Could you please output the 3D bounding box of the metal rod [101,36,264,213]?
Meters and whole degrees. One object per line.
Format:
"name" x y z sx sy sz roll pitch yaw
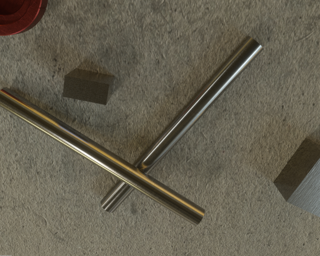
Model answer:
"metal rod" 0.020 0.005 0.411 0.025 0.025 0.299 38 105 -13

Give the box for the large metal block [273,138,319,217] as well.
"large metal block" 0.221 0.072 0.426 0.080 0.050 0.080 25 108 -10

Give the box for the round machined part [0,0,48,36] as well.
"round machined part" -0.173 -0.154 0.342 0.099 0.042 0.097 0 110 -1

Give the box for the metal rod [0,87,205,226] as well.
"metal rod" -0.074 0.039 0.402 0.301 0.025 0.025 32 107 -4

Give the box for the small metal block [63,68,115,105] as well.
"small metal block" -0.085 -0.051 0.376 0.050 0.050 0.025 11 110 -5
